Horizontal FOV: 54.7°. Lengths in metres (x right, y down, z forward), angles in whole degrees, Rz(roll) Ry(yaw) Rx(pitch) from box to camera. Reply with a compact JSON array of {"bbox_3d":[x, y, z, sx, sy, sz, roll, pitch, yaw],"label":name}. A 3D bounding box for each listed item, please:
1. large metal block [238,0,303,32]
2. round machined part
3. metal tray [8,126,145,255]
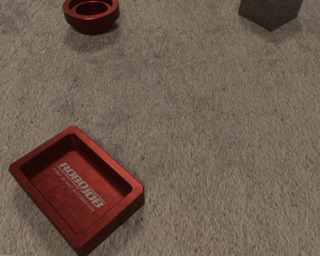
[{"bbox_3d":[0.211,-0.236,0.588,0.081,0.050,0.080,-32,57,-24],"label":"large metal block"},{"bbox_3d":[-0.123,-0.206,0.563,0.099,0.042,0.098,0,50,0],"label":"round machined part"},{"bbox_3d":[-0.092,0.063,0.345,0.130,0.030,0.091,37,59,26],"label":"metal tray"}]
